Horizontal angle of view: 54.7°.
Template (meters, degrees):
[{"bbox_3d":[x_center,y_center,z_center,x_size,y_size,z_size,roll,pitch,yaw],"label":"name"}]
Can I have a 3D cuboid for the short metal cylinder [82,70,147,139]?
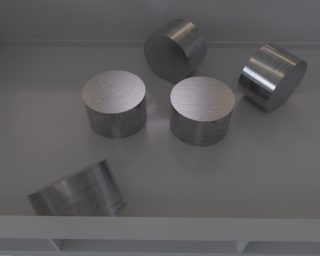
[{"bbox_3d":[-0.059,-0.032,0.415,0.080,0.050,0.080,0,50,0],"label":"short metal cylinder"}]

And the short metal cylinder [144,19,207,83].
[{"bbox_3d":[0.023,-0.116,0.467,0.080,0.080,0.050,28,56,21],"label":"short metal cylinder"}]

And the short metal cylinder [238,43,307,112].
[{"bbox_3d":[0.155,-0.069,0.428,0.080,0.080,0.050,-32,57,-24],"label":"short metal cylinder"}]

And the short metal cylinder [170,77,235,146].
[{"bbox_3d":[0.053,-0.022,0.408,0.080,0.050,0.080,0,50,0],"label":"short metal cylinder"}]

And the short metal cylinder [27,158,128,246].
[{"bbox_3d":[-0.079,0.070,0.301,0.081,0.080,0.050,-25,91,-20],"label":"short metal cylinder"}]
